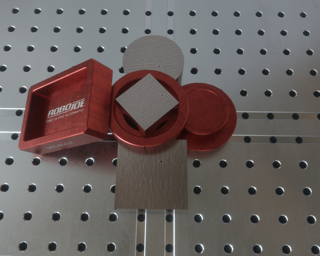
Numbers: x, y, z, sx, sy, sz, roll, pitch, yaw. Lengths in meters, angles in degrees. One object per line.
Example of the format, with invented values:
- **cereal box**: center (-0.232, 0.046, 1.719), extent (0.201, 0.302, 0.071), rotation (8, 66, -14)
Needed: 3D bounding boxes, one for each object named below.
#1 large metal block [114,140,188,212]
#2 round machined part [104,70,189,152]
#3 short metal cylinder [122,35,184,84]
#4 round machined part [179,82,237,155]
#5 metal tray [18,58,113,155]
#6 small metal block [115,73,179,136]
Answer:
- **large metal block**: center (-0.009, 0.059, 0.374), extent (0.080, 0.050, 0.080), rotation (1, 70, 0)
- **round machined part**: center (-0.016, -0.018, 0.378), extent (0.099, 0.042, 0.098), rotation (0, 70, 0)
- **short metal cylinder**: center (-0.009, -0.079, 0.427), extent (0.081, 0.050, 0.080), rotation (0, 70, 0)
- **round machined part**: center (0.052, -0.017, 0.408), extent (0.099, 0.042, 0.098), rotation (0, 70, 0)
- **metal tray**: center (-0.117, -0.022, 0.378), extent (0.130, 0.030, 0.090), rotation (-13, 66, 34)
- **small metal block**: center (-0.014, -0.026, 0.355), extent (0.050, 0.025, 0.050), rotation (-40, 75, -13)
